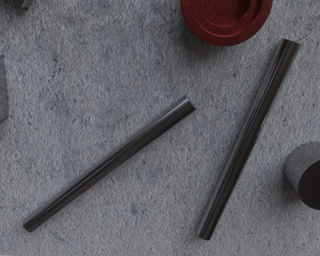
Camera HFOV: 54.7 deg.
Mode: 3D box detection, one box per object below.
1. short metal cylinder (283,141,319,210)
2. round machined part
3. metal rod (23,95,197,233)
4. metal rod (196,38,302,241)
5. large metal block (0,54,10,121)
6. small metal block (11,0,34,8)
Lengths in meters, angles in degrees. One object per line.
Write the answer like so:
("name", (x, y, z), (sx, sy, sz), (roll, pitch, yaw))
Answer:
("short metal cylinder", (0.219, 0.064, 0.423), (0.081, 0.050, 0.079), (0, 110, -1))
("round machined part", (0.071, -0.144, 0.349), (0.099, 0.042, 0.097), (0, 110, -1))
("metal rod", (-0.077, 0.056, 0.429), (0.300, 0.025, 0.025), (-37, 106, 12))
("metal rod", (0.113, 0.029, 0.421), (0.025, 0.025, 0.298), (17, 109, -7))
("large metal block", (-0.238, -0.049, 0.375), (0.081, 0.050, 0.079), (4, 110, -2))
("small metal block", (-0.161, -0.171, 0.344), (0.050, 0.025, 0.050), (34, 106, -12))
